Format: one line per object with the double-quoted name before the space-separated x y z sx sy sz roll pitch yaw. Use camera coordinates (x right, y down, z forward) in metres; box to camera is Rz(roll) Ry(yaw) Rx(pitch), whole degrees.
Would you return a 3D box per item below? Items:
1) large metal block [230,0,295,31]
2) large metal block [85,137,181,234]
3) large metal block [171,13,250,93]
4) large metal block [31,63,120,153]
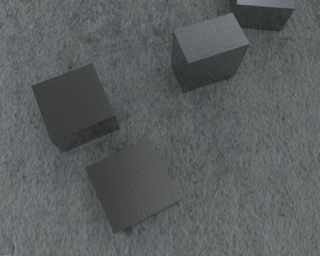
"large metal block" 0.151 -0.198 0.469 0.080 0.050 0.080 5 70 1
"large metal block" -0.031 0.070 0.369 0.080 0.050 0.080 -26 72 -9
"large metal block" 0.062 -0.098 0.415 0.081 0.080 0.050 -19 72 -7
"large metal block" -0.107 -0.025 0.403 0.080 0.050 0.080 -23 72 -9
